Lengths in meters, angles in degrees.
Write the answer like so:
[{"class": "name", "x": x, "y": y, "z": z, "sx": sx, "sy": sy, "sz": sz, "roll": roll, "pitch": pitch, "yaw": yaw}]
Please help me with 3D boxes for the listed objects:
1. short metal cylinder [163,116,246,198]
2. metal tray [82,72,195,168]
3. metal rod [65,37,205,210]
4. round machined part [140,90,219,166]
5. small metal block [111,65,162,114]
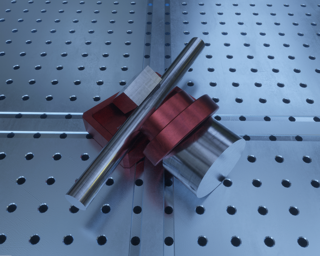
[{"class": "short metal cylinder", "x": 0.049, "y": 0.030, "z": 0.345, "sx": 0.080, "sy": 0.080, "sz": 0.050, "roll": -36, "pitch": 59, "yaw": -27}, {"class": "metal tray", "x": -0.024, "y": -0.017, "z": 0.417, "sx": 0.131, "sy": 0.030, "sz": 0.090, "roll": -36, "pitch": 59, "yaw": -27}, {"class": "metal rod", "x": -0.013, "y": -0.028, "z": 0.391, "sx": 0.025, "sy": 0.025, "sz": 0.301, "roll": 22, "pitch": 53, "yaw": 17}, {"class": "round machined part", "x": 0.017, "y": -0.005, "z": 0.351, "sx": 0.099, "sy": 0.098, "sz": 0.042, "roll": -39, "pitch": 82, "yaw": -28}, {"class": "small metal block", "x": -0.031, "y": -0.049, "z": 0.404, "sx": 0.025, "sy": 0.050, "sz": 0.050, "roll": 44, "pitch": 66, "yaw": -13}]
